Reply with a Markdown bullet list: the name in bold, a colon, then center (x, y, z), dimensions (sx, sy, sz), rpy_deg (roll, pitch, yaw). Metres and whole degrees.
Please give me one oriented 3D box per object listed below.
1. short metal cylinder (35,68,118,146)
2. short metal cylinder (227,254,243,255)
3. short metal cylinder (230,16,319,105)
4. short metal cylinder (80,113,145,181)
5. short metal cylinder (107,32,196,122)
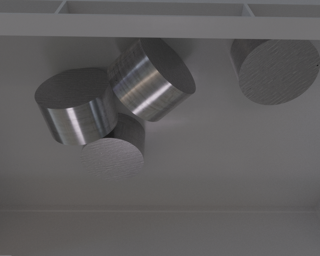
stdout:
- **short metal cylinder**: center (-0.092, -0.026, 0.350), dimensions (0.080, 0.080, 0.050), rpy_deg (-5, 130, 4)
- **short metal cylinder**: center (0.156, 0.311, 0.641), dimensions (0.081, 0.080, 0.050), rpy_deg (14, 129, -11)
- **short metal cylinder**: center (0.120, -0.071, 0.333), dimensions (0.081, 0.050, 0.079), rpy_deg (0, 130, 0)
- **short metal cylinder**: center (-0.061, 0.026, 0.414), dimensions (0.081, 0.050, 0.079), rpy_deg (0, 130, 0)
- **short metal cylinder**: center (-0.008, -0.053, 0.327), dimensions (0.080, 0.080, 0.050), rpy_deg (37, 121, -27)
